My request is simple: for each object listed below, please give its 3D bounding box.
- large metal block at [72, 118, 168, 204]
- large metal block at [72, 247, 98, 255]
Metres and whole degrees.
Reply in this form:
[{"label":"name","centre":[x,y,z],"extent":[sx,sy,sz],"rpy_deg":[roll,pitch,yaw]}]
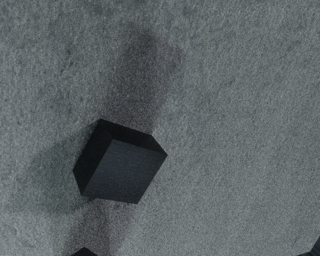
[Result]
[{"label":"large metal block","centre":[-0.051,0.044,0.391],"extent":[0.080,0.050,0.080],"rpy_deg":[20,108,-36]},{"label":"large metal block","centre":[-0.102,0.241,0.466],"extent":[0.050,0.080,0.080],"rpy_deg":[-36,130,-4]}]
